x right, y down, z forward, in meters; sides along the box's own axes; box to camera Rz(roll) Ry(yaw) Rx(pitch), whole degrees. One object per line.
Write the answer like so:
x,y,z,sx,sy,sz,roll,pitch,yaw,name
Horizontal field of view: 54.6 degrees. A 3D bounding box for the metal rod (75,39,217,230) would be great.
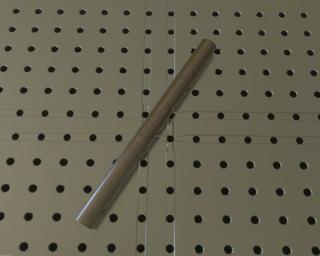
-0.009,-0.004,0.413,0.025,0.025,0.300,31,73,11,metal rod
